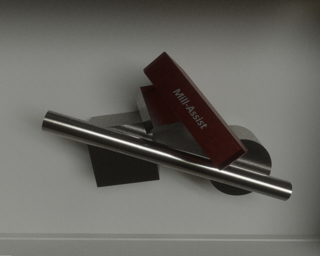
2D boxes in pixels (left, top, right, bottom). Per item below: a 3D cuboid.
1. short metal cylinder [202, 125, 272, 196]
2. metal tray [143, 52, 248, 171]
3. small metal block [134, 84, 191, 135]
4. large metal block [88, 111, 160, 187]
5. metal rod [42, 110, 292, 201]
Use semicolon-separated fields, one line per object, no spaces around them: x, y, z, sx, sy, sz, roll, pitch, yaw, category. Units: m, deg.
0.100;0.042;0.413;0.081;0.050;0.079;0;110;-1;short metal cylinder
0.043;-0.017;0.343;0.030;0.090;0.130;-39;76;12;metal tray
0.003;-0.024;0.365;0.050;0.025;0.050;-13;76;-24;small metal block
-0.046;0.026;0.406;0.080;0.050;0.079;-7;110;2;large metal block
0.014;0.035;0.369;0.302;0.025;0.025;17;109;-7;metal rod
